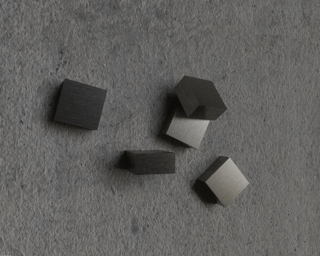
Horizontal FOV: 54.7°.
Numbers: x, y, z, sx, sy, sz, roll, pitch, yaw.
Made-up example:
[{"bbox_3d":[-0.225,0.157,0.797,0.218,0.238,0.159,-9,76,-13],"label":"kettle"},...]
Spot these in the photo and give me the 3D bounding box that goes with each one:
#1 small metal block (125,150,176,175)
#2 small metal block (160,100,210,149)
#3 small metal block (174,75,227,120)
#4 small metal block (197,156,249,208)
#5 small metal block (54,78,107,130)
[{"bbox_3d":[-0.014,0.042,0.391,0.050,0.050,0.025,1,90,-20],"label":"small metal block"},{"bbox_3d":[0.035,-0.005,0.422,0.050,0.025,0.050,26,81,-18],"label":"small metal block"},{"bbox_3d":[0.053,-0.039,0.408,0.050,0.025,0.050,4,51,-37],"label":"small metal block"},{"bbox_3d":[0.090,0.076,0.442,0.050,0.025,0.050,-42,103,-15],"label":"small metal block"},{"bbox_3d":[-0.096,-0.027,0.373,0.050,0.025,0.050,15,85,-20],"label":"small metal block"}]
